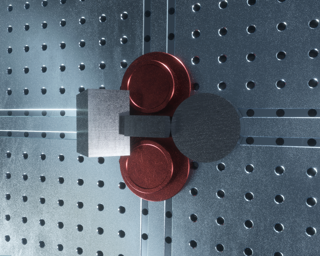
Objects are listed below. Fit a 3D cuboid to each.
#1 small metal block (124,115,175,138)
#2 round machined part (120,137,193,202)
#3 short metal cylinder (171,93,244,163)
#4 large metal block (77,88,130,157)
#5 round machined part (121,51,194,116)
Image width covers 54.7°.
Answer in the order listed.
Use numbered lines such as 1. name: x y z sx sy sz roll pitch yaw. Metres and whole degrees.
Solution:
1. small metal block: -0.009 -0.002 0.379 0.050 0.050 0.025 2 91 20
2. round machined part: -0.009 0.048 0.407 0.098 0.042 0.097 0 90 20
3. short metal cylinder: 0.059 0.000 0.377 0.080 0.050 0.080 0 90 20
4. large metal block: -0.077 -0.006 0.404 0.050 0.080 0.080 0 90 -25
5. round machined part: -0.008 -0.052 0.406 0.098 0.042 0.097 0 90 20
